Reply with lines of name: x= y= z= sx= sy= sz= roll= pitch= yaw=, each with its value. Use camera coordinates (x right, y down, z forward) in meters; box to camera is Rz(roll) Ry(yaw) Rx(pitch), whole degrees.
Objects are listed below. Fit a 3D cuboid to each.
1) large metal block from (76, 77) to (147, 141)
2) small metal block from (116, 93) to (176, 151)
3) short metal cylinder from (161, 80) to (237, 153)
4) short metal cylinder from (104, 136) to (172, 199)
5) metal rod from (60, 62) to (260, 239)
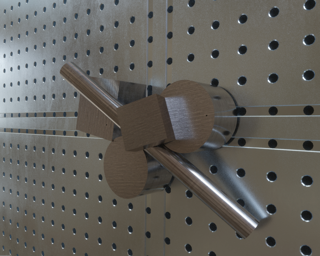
large metal block: x=-0.071 y=-0.029 z=0.445 sx=0.080 sy=0.050 sz=0.079 roll=14 pitch=99 yaw=39
small metal block: x=-0.016 y=-0.005 z=0.343 sx=0.050 sy=0.025 sz=0.050 roll=-18 pitch=78 yaw=20
short metal cylinder: x=0.040 y=-0.012 z=0.355 sx=0.080 sy=0.050 sz=0.079 roll=0 pitch=90 yaw=40
short metal cylinder: x=-0.029 y=0.050 z=0.412 sx=0.080 sy=0.050 sz=0.079 roll=0 pitch=90 yaw=40
metal rod: x=-0.013 y=0.015 z=0.369 sx=0.300 sy=0.025 sz=0.025 roll=40 pitch=115 yaw=17
